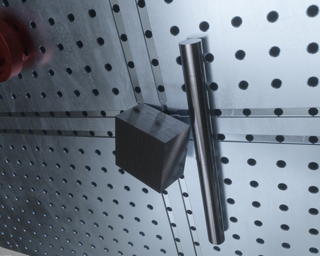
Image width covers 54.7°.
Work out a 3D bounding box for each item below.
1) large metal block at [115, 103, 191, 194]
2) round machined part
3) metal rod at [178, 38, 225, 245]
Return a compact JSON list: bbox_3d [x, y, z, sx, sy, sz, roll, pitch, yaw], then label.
[{"bbox_3d":[-0.012,0.024,0.404,0.080,0.050,0.079,27,130,30],"label":"large metal block"},{"bbox_3d":[-0.238,-0.119,0.452,0.098,0.042,0.097,13,124,21],"label":"round machined part"},{"bbox_3d":[0.059,0.037,0.402,0.025,0.025,0.298,3,120,27],"label":"metal rod"}]
